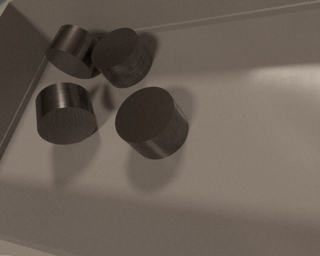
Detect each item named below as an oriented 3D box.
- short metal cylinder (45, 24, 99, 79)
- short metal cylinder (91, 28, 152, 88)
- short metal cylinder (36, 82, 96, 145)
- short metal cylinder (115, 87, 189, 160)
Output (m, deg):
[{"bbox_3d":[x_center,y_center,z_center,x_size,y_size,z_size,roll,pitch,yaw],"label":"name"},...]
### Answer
[{"bbox_3d":[-0.142,-0.126,0.520,0.080,0.080,0.050,9,66,31],"label":"short metal cylinder"},{"bbox_3d":[-0.059,-0.109,0.486,0.080,0.050,0.080,-13,56,20],"label":"short metal cylinder"},{"bbox_3d":[-0.138,-0.020,0.453,0.080,0.080,0.050,-29,52,10],"label":"short metal cylinder"},{"bbox_3d":[-0.010,-0.006,0.397,0.080,0.050,0.080,-13,56,20],"label":"short metal cylinder"}]
